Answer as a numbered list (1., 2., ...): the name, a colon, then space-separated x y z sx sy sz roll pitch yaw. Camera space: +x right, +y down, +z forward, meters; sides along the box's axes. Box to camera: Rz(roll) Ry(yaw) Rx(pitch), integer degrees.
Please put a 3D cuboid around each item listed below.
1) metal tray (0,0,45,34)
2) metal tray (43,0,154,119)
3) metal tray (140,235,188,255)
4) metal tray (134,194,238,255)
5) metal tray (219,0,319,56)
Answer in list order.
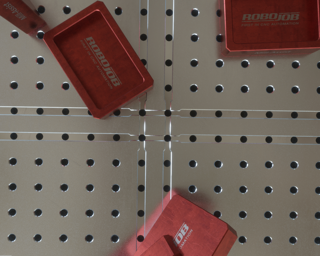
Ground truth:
1. metal tray: -0.194 -0.171 0.358 0.030 0.130 0.090 -36 90 0
2. metal tray: -0.079 -0.087 0.409 0.090 0.030 0.130 -33 90 -1
3. metal tray: -0.013 0.200 0.385 0.130 0.030 0.090 -41 130 0
4. metal tray: 0.020 0.155 0.369 0.130 0.090 0.030 -54 133 -13
5. metal tray: 0.148 -0.145 0.412 0.131 0.030 0.089 -2 90 -1
